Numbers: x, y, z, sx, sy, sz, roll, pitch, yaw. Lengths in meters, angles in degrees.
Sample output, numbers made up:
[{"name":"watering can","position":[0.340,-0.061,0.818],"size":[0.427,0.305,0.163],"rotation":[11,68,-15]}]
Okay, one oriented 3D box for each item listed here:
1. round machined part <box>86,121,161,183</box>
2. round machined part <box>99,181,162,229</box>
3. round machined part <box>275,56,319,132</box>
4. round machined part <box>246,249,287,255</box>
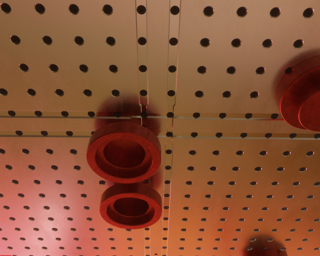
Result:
[{"name":"round machined part","position":[-0.048,0.029,0.424],"size":[0.099,0.042,0.097],"rotation":[0,130,0]},{"name":"round machined part","position":[-0.046,0.118,0.501],"size":[0.099,0.042,0.097],"rotation":[0,130,0]},{"name":"round machined part","position":[0.195,-0.034,0.373],"size":[0.099,0.042,0.097],"rotation":[0,130,0]},{"name":"round machined part","position":[0.228,0.301,0.658],"size":[0.099,0.042,0.097],"rotation":[0,130,0]}]
